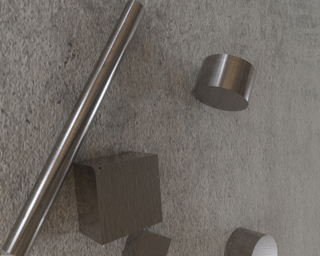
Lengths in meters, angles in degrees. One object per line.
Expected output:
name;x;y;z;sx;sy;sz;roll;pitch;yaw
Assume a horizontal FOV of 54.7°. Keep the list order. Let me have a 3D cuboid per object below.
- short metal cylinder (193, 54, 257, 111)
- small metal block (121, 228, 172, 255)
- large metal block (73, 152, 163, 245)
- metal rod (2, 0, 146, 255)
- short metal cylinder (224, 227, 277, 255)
short metal cylinder;0.094;-0.064;0.450;0.080;0.080;0.050;30;71;-37
small metal block;-0.018;0.157;0.392;0.050;0.025;0.050;31;71;-36
large metal block;-0.047;0.073;0.351;0.081;0.050;0.079;-8;95;-40
metal rod;-0.083;-0.016;0.336;0.025;0.025;0.299;35;69;-35
short metal cylinder;0.153;0.214;0.521;0.081;0.050;0.079;0;90;-40
